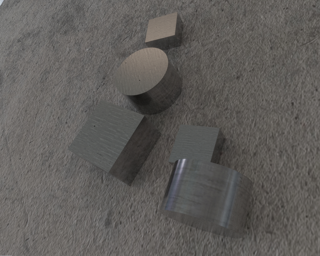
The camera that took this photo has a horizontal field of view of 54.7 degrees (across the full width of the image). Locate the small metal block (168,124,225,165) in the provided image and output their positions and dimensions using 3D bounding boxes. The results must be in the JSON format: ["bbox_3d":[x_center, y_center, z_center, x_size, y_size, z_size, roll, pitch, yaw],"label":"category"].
[{"bbox_3d":[0.044,0.025,0.365,0.050,0.025,0.050,6,65,30],"label":"small metal block"}]

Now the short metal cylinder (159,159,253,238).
[{"bbox_3d":[0.045,0.069,0.302,0.080,0.080,0.050,6,65,31],"label":"short metal cylinder"}]

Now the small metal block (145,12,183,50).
[{"bbox_3d":[0.007,-0.152,0.493,0.050,0.025,0.050,-7,59,24],"label":"small metal block"}]

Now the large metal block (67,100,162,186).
[{"bbox_3d":[-0.059,0.018,0.408,0.080,0.050,0.080,21,73,35],"label":"large metal block"}]

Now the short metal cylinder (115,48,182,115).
[{"bbox_3d":[-0.015,-0.066,0.436,0.080,0.050,0.080,-13,56,21],"label":"short metal cylinder"}]
